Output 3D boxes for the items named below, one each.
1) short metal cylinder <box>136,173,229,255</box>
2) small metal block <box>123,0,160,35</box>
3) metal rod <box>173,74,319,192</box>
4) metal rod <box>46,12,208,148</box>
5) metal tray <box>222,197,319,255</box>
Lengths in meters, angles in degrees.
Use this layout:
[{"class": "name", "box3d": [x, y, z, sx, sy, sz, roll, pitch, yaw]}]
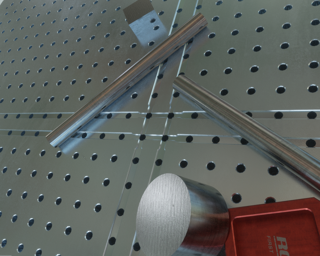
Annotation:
[{"class": "short metal cylinder", "box3d": [0.020, 0.090, 0.306, 0.080, 0.050, 0.080, -31, 47, 41]}, {"class": "small metal block", "box3d": [-0.033, -0.200, 0.546, 0.050, 0.025, 0.050, -28, 52, 10]}, {"class": "metal rod", "box3d": [0.116, 0.014, 0.338, 0.025, 0.025, 0.300, -46, 52, -4]}, {"class": "metal rod", "box3d": [-0.051, -0.073, 0.478, 0.300, 0.025, 0.025, -39, 51, 1]}, {"class": "metal tray", "box3d": [0.107, 0.132, 0.267, 0.090, 0.030, 0.130, -14, 56, 20]}]
